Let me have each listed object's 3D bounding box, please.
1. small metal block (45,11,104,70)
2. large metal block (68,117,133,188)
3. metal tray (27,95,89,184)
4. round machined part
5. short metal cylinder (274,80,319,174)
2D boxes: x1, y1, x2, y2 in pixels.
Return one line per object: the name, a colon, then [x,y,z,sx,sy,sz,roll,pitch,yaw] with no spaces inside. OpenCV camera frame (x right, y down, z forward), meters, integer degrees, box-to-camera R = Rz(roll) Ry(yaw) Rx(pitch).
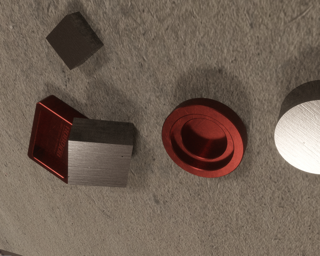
small metal block: [-0.109,-0.110,0.394,0.050,0.025,0.050,-28,104,37]
large metal block: [-0.083,0.036,0.433,0.081,0.050,0.079,5,126,-10]
metal tray: [-0.161,0.022,0.499,0.090,0.030,0.129,33,129,6]
round machined part: [0.055,0.008,0.371,0.098,0.042,0.097,13,124,20]
short metal cylinder: [0.159,-0.001,0.306,0.080,0.050,0.079,13,124,20]
